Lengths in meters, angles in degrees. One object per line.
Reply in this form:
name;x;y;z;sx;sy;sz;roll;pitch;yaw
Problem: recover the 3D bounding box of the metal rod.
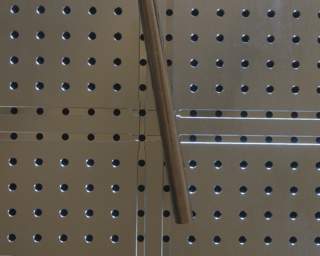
metal rod;0.008;-0.023;0.413;0.025;0.025;0.298;-10;90;0
